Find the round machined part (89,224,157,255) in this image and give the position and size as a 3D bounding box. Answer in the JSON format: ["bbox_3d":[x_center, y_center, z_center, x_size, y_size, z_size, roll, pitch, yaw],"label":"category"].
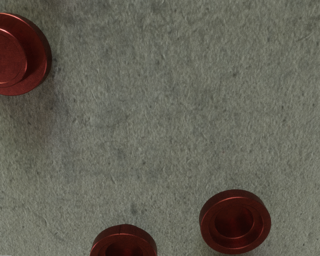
[{"bbox_3d":[-0.053,0.186,0.469,0.099,0.042,0.097,0,110,-1],"label":"round machined part"}]

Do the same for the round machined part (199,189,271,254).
[{"bbox_3d":[0.106,0.131,0.451,0.099,0.042,0.097,0,110,-1],"label":"round machined part"}]

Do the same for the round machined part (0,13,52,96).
[{"bbox_3d":[-0.185,-0.085,0.367,0.099,0.042,0.097,0,110,-1],"label":"round machined part"}]
